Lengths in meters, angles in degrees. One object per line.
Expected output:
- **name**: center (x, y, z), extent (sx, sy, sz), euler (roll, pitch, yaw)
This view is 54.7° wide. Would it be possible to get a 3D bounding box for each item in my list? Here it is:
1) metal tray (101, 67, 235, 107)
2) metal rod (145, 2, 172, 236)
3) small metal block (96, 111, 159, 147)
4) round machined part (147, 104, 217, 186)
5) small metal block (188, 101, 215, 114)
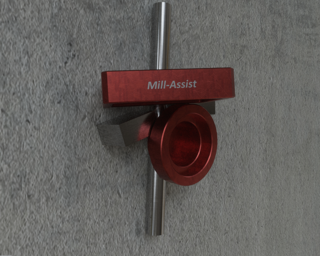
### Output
- **metal tray**: center (0.003, -0.042, 0.338), extent (0.131, 0.090, 0.030), euler (-4, 92, -11)
- **metal rod**: center (-0.002, -0.013, 0.407), extent (0.025, 0.025, 0.298), euler (3, 88, -40)
- **small metal block**: center (-0.038, 0.000, 0.360), extent (0.050, 0.050, 0.025), euler (-25, 106, -38)
- **round machined part**: center (0.024, 0.019, 0.381), extent (0.099, 0.042, 0.097), euler (-4, 96, -42)
- **small metal block**: center (0.040, -0.030, 0.426), extent (0.050, 0.050, 0.025), euler (-2, 92, -40)
